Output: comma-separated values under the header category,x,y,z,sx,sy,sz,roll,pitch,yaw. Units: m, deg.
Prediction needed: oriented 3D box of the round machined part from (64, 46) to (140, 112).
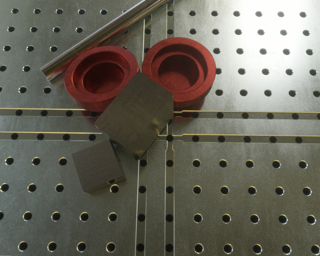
category,x,y,z,sx,sy,sz,roll,pitch,yaw
round machined part,-0.073,-0.061,0.416,0.099,0.042,0.098,-4,57,7

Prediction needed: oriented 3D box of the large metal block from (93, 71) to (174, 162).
category,x,y,z,sx,sy,sz,roll,pitch,yaw
large metal block,-0.027,-0.011,0.382,0.050,0.080,0.080,36,79,11

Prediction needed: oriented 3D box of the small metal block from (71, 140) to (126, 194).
category,x,y,z,sx,sy,sz,roll,pitch,yaw
small metal block,-0.077,0.049,0.391,0.050,0.025,0.050,-22,72,-3

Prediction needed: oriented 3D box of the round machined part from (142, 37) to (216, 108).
category,x,y,z,sx,sy,sz,roll,pitch,yaw
round machined part,0.025,-0.073,0.429,0.099,0.042,0.098,0,70,0

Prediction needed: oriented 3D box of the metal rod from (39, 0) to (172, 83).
category,x,y,z,sx,sy,sz,roll,pitch,yaw
metal rod,-0.048,-0.165,0.471,0.301,0.025,0.025,-39,75,-13
